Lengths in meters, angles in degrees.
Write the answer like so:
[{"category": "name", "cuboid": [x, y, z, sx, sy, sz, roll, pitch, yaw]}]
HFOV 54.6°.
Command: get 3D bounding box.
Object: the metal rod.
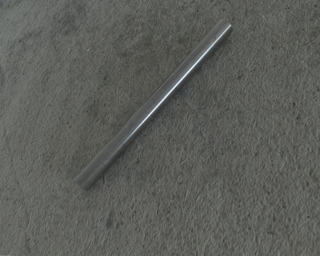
[{"category": "metal rod", "cuboid": [-0.005, -0.035, 0.429, 0.300, 0.025, 0.025, -48, 51, -6]}]
